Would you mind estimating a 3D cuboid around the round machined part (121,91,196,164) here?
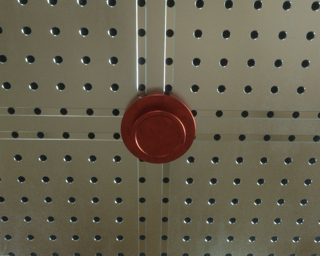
[{"bbox_3d":[-0.002,0.004,0.405,0.099,0.042,0.097,0,110,-1],"label":"round machined part"}]
